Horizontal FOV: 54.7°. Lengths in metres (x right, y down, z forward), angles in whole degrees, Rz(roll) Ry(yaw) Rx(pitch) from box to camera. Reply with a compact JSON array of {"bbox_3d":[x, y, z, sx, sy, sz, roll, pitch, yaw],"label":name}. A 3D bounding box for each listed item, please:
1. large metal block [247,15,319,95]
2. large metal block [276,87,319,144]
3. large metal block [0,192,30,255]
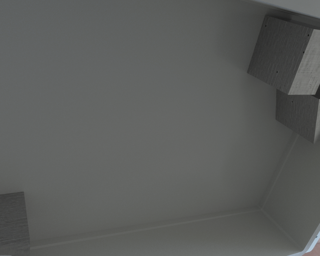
[{"bbox_3d":[0.171,-0.096,0.406,0.050,0.080,0.079,-3,120,-27],"label":"large metal block"},{"bbox_3d":[0.226,-0.036,0.474,0.050,0.080,0.080,-24,127,-14],"label":"large metal block"},{"bbox_3d":[-0.192,0.121,0.343,0.081,0.080,0.050,-2,120,-28],"label":"large metal block"}]
